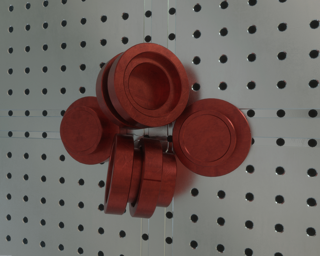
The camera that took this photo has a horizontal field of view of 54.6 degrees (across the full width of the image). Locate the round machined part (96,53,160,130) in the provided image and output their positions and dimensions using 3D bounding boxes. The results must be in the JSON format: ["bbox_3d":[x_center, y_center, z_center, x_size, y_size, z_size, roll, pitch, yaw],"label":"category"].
[{"bbox_3d":[-0.035,-0.046,0.399,0.042,0.099,0.098,-9,86,60],"label":"round machined part"}]

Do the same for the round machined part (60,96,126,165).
[{"bbox_3d":[-0.101,0.004,0.439,0.098,0.042,0.097,0,90,20],"label":"round machined part"}]

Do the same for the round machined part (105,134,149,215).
[{"bbox_3d":[-0.041,0.058,0.384,0.042,0.098,0.097,8,93,-12],"label":"round machined part"}]

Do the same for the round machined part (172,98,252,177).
[{"bbox_3d":[0.062,0.012,0.382,0.098,0.042,0.097,0,90,20],"label":"round machined part"}]

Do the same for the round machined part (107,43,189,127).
[{"bbox_3d":[-0.017,-0.049,0.373,0.042,0.099,0.098,-9,86,60],"label":"round machined part"}]

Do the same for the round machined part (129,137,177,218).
[{"bbox_3d":[-0.009,0.063,0.387,0.042,0.098,0.097,9,94,-12],"label":"round machined part"}]
